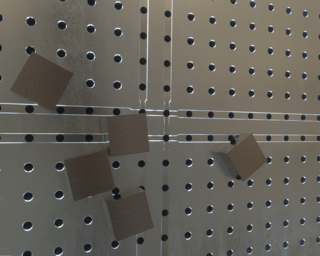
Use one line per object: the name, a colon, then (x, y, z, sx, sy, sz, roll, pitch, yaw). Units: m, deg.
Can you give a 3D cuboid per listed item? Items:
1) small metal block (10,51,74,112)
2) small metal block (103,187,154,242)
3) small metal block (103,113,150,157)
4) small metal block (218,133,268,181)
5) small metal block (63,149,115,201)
small metal block: (-0.137, -0.053, 0.362, 0.050, 0.025, 0.050, 28, 81, -18)
small metal block: (-0.041, 0.110, 0.399, 0.050, 0.025, 0.050, -15, 95, -20)
small metal block: (-0.043, 0.008, 0.398, 0.050, 0.025, 0.050, -6, 92, -20)
small metal block: (0.123, 0.042, 0.460, 0.050, 0.025, 0.050, -36, 102, -17)
small metal block: (-0.087, 0.056, 0.381, 0.050, 0.025, 0.050, -14, 95, -20)
